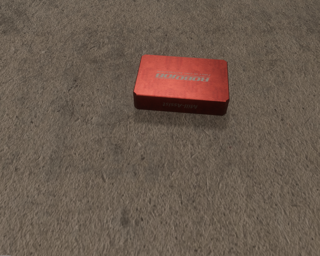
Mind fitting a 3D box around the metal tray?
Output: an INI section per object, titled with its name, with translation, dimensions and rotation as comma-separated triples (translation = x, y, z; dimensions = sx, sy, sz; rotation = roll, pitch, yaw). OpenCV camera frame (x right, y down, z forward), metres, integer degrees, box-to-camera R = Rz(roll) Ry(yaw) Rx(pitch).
[metal tray]
translation = 0.032, -0.065, 0.455
dimensions = 0.131, 0.030, 0.090
rotation = 5, 50, 3
